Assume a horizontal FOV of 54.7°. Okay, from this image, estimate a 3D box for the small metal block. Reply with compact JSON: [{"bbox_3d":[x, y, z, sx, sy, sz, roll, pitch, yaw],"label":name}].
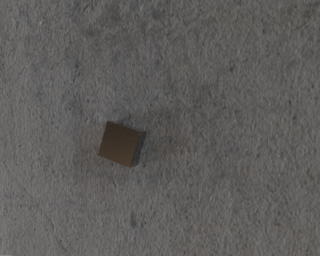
[{"bbox_3d":[-0.052,0.021,0.426,0.050,0.025,0.050,18,96,18],"label":"small metal block"}]
